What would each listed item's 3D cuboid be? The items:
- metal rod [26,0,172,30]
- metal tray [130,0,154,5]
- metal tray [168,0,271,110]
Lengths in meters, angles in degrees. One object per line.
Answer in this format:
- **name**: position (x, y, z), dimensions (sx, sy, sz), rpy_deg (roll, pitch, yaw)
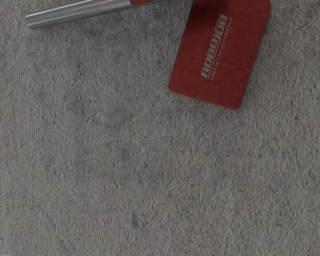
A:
- **metal rod**: position (-0.063, -0.167, 0.412), dimensions (0.300, 0.025, 0.025), rpy_deg (-1, 90, 26)
- **metal tray**: position (0.016, -0.194, 0.357), dimensions (0.090, 0.030, 0.130), rpy_deg (-6, 45, 21)
- **metal tray**: position (0.072, -0.096, 0.381), dimensions (0.090, 0.030, 0.129), rpy_deg (19, 96, 18)
